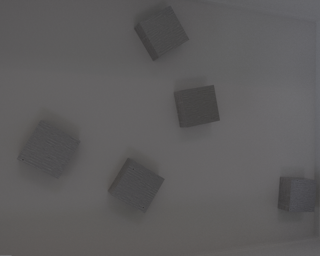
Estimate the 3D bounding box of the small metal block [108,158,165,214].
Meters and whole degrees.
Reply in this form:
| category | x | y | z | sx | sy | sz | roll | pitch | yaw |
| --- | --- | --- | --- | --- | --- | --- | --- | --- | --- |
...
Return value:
| category | x | y | z | sx | sy | sz | roll | pitch | yaw |
| --- | --- | --- | --- | --- | --- | --- | --- | --- | --- |
| small metal block | -0.031 | 0.074 | 0.399 | 0.050 | 0.025 | 0.050 | 34 | 79 | -17 |

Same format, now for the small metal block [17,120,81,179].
| category | x | y | z | sx | sy | sz | roll | pitch | yaw |
| --- | --- | --- | --- | --- | --- | --- | --- | --- | --- |
| small metal block | -0.129 | 0.025 | 0.363 | 0.050 | 0.025 | 0.050 | 31 | 80 | -18 |

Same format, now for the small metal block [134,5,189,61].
| category | x | y | z | sx | sy | sz | roll | pitch | yaw |
| --- | --- | --- | --- | --- | --- | --- | --- | --- | --- |
| small metal block | 0.002 | -0.125 | 0.411 | 0.050 | 0.025 | 0.050 | -35 | 101 | -17 |

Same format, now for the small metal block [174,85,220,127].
| category | x | y | z | sx | sy | sz | roll | pitch | yaw |
| --- | --- | --- | --- | --- | --- | --- | --- | --- | --- |
| small metal block | 0.051 | -0.030 | 0.429 | 0.050 | 0.025 | 0.050 | -12 | 94 | -20 |

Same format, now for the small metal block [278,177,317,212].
| category | x | y | z | sx | sy | sz | roll | pitch | yaw |
| --- | --- | --- | --- | --- | --- | --- | --- | --- | --- |
| small metal block | 0.217 | 0.105 | 0.491 | 0.050 | 0.025 | 0.050 | 6 | 88 | -20 |
